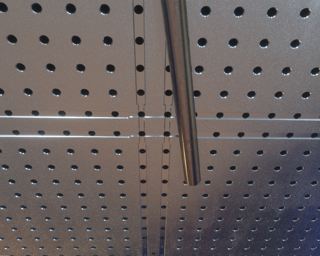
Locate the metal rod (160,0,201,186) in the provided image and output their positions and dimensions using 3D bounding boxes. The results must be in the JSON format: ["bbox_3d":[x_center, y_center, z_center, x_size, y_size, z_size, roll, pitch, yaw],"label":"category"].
[{"bbox_3d":[0.030,-0.032,0.384,0.025,0.025,0.298,-6,130,5],"label":"metal rod"}]
